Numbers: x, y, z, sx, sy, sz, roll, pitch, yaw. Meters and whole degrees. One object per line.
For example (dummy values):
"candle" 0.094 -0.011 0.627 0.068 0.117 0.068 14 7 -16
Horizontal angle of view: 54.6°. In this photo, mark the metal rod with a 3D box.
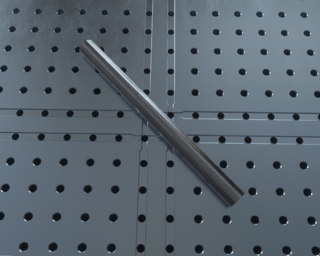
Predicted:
"metal rod" -0.006 -0.015 0.418 0.025 0.025 0.300 -41 75 -13
